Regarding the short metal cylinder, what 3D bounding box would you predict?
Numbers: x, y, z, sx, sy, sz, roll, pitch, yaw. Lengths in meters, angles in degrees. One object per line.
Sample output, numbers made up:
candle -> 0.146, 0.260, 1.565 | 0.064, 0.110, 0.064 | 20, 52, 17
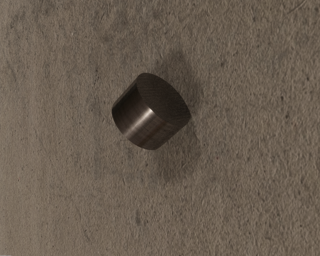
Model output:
short metal cylinder -> -0.011, -0.020, 0.376 | 0.050, 0.081, 0.080 | -43, 64, 31
